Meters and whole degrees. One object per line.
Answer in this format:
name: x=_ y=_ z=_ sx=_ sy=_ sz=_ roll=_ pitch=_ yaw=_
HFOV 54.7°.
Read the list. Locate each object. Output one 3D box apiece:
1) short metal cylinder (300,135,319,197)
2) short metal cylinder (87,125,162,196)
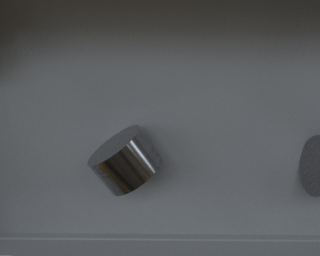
short metal cylinder: x=0.226 y=0.052 z=0.403 sx=0.050 sy=0.080 sz=0.079 roll=6 pitch=110 yaw=-3
short metal cylinder: x=-0.044 y=0.040 z=0.396 sx=0.080 sy=0.080 sz=0.050 roll=-32 pitch=107 yaw=11
